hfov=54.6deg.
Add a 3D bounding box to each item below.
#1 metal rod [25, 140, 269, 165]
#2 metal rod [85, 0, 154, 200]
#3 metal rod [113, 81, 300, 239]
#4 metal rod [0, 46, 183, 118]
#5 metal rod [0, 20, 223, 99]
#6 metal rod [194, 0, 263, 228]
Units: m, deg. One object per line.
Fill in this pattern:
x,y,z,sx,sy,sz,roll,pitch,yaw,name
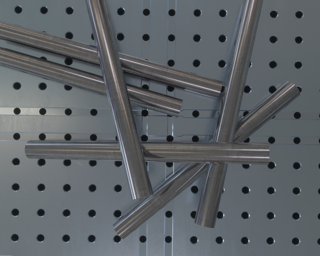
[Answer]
-0.025,0.029,0.382,0.301,0.025,0.025,0,90,12,metal rod
-0.057,-0.063,0.379,0.025,0.025,0.299,-15,77,0,metal rod
0.062,0.042,0.413,0.300,0.025,0.025,-39,90,0,metal rod
-0.118,-0.068,0.412,0.301,0.025,0.025,16,90,0,metal rod
-0.066,-0.090,0.412,0.301,0.025,0.025,15,90,0,metal rod
0.089,-0.026,0.395,0.025,0.025,0.299,14,82,0,metal rod
